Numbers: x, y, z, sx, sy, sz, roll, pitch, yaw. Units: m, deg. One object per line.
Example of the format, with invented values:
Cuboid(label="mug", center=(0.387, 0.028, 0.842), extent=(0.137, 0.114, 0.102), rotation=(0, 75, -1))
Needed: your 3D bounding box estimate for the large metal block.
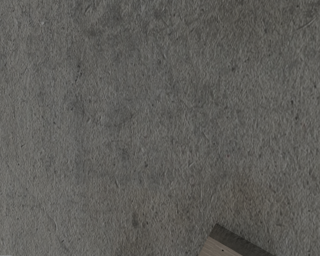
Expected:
Cuboid(label="large metal block", center=(0.082, 0.175, 0.367), extent=(0.080, 0.050, 0.080), rotation=(26, 99, 18))
